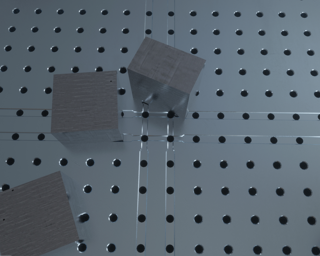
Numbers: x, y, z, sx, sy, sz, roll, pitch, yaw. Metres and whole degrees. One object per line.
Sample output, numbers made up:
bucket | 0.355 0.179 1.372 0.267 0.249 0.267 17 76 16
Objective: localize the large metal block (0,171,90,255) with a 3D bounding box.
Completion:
large metal block | -0.137 0.105 0.359 0.080 0.050 0.080 -20 71 -7

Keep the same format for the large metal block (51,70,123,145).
large metal block | -0.093 -0.026 0.407 0.080 0.050 0.080 -4 70 -2

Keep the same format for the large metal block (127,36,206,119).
large metal block | 0.008 -0.062 0.405 0.080 0.080 0.050 24 72 8
